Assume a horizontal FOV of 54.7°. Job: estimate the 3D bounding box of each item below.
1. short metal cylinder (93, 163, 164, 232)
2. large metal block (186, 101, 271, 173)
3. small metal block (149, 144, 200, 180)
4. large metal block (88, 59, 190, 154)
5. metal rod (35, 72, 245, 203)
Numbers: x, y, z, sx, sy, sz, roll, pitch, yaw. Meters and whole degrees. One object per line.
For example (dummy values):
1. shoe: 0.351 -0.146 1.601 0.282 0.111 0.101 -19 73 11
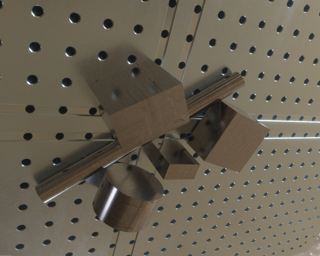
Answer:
1. short metal cylinder: -0.042 0.090 0.409 0.081 0.080 0.050 12 112 -34
2. large metal block: 0.100 0.012 0.456 0.080 0.050 0.080 21 107 -36
3. small metal block: 0.020 0.048 0.437 0.050 0.050 0.025 5 116 -31
4. large metal block: -0.025 -0.028 0.347 0.080 0.080 0.050 -25 128 -13
5. metal rod: -0.018 0.007 0.406 0.301 0.025 0.025 -30 129 -9
